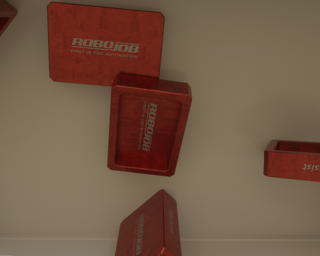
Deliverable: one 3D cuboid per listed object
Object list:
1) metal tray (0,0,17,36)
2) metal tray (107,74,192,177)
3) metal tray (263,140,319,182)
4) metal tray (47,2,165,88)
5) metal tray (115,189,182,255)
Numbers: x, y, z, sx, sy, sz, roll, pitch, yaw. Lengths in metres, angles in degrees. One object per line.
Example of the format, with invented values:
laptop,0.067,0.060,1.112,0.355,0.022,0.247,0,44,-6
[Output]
metal tray,-0.223,-0.090,0.340,0.030,0.090,0.130,42,105,-14
metal tray,-0.017,0.001,0.390,0.091,0.030,0.129,7,126,-4
metal tray,0.196,0.039,0.367,0.130,0.090,0.030,3,98,24
metal tray,-0.063,-0.097,0.372,0.131,0.030,0.089,5,110,-3
metal tray,-0.018,0.149,0.410,0.090,0.130,0.030,-42,105,13
